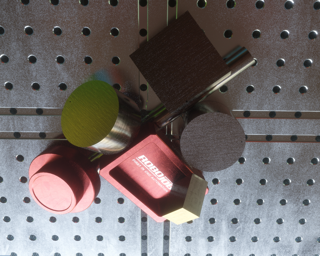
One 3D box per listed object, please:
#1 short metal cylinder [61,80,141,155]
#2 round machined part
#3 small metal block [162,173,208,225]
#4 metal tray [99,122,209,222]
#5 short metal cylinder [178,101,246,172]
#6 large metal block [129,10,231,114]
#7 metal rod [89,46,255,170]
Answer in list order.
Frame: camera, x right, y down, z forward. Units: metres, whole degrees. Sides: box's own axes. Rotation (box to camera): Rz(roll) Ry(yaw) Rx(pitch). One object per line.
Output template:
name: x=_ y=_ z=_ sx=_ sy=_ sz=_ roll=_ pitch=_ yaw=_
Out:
short metal cylinder: x=-0.070 y=-0.011 z=0.373 sx=0.080 sy=0.050 sz=0.080 roll=-7 pitch=72 yaw=24
round machined part: x=-0.134 y=0.076 z=0.417 sx=0.098 sy=0.042 sz=0.097 roll=7 pitch=117 yaw=14
small metal block: x=0.033 y=0.093 z=0.403 sx=0.025 sy=0.050 sz=0.050 roll=32 pitch=142 yaw=-13
metal tray: x=-0.006 y=0.064 z=0.419 sx=0.090 sy=0.030 sz=0.130 roll=-36 pitch=119 yaw=12
short metal cylinder: x=0.065 y=0.010 z=0.404 sx=0.081 sy=0.050 sz=0.079 roll=0 pitch=110 yaw=0
large metal block: x=0.025 y=-0.073 z=0.361 sx=0.080 sy=0.050 sz=0.080 roll=-35 pitch=87 yaw=12
metal rod: x=-0.009 y=-0.005 z=0.413 sx=0.300 sy=0.025 sz=0.025 roll=-35 pitch=107 yaw=12
